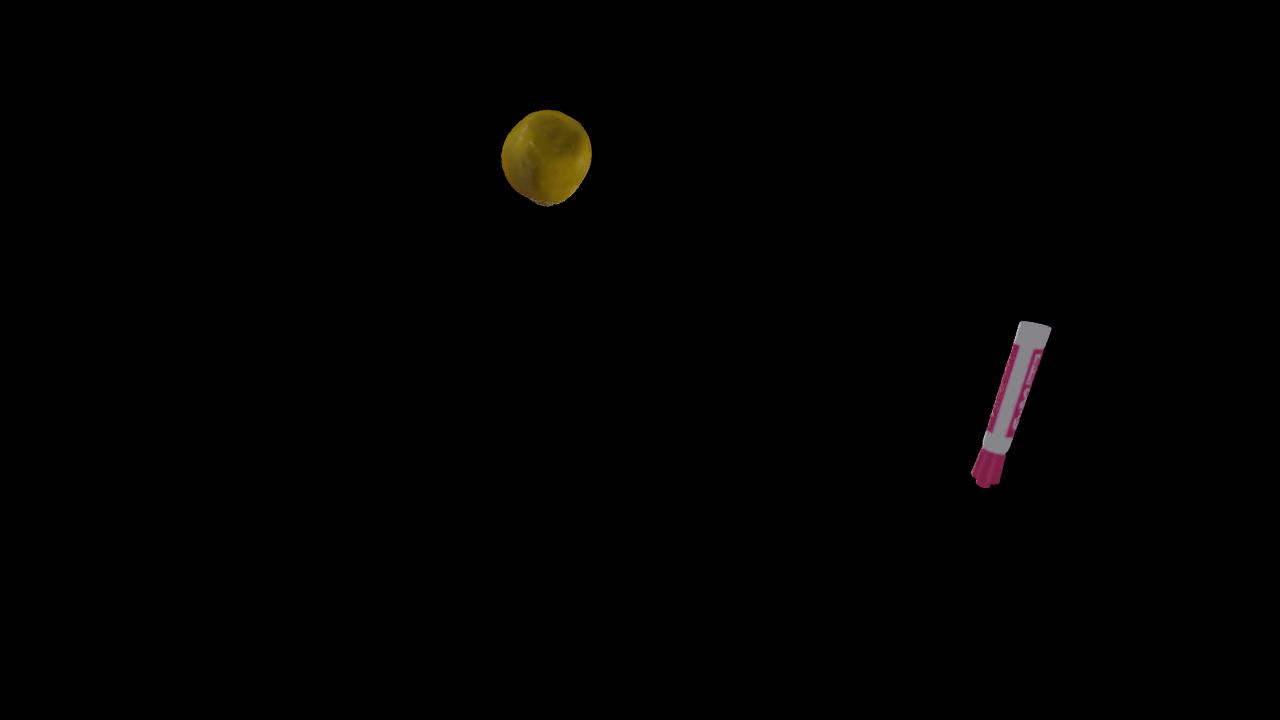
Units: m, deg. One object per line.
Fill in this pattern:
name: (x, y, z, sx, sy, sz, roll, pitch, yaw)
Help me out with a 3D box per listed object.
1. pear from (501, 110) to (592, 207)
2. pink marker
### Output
pear: (-0.087, -0.166, 0.551, 0.080, 0.080, 0.111, 0, -23, -19)
pink marker: (0.256, 0.033, 0.427, 0.020, 0.121, 0.020, 8, 16, -2)
